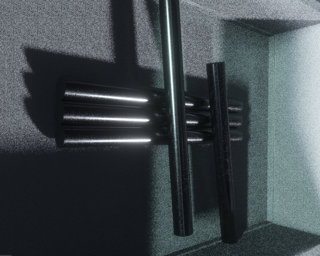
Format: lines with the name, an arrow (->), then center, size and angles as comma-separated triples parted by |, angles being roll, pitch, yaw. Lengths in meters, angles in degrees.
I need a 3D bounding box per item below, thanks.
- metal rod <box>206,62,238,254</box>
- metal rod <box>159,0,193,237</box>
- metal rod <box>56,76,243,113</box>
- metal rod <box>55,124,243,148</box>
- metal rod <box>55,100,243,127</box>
metal rod -> 0.095, 0.054, 0.461 | 0.025, 0.025, 0.298 | -20, 110, -38
metal rod -> 0.021, -0.013, 0.391 | 0.025, 0.025, 0.298 | -7, 94, -40
metal rod -> 0.013, -0.039, 0.418 | 0.302, 0.025, 0.025 | 1, 90, -40
metal rod -> 0.012, 0.010, 0.417 | 0.302, 0.025, 0.025 | 1, 90, -40
metal rod -> 0.012, -0.015, 0.417 | 0.302, 0.025, 0.025 | 1, 90, -40
